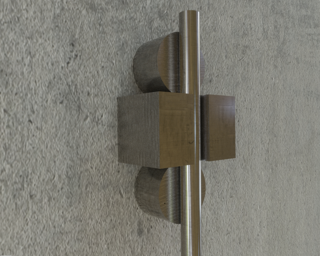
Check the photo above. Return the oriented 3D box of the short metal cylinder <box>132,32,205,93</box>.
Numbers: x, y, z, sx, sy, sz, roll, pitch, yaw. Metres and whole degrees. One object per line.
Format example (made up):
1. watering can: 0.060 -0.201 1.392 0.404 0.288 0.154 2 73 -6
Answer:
1. short metal cylinder: 0.012 -0.078 0.399 0.081 0.050 0.080 0 89 -40

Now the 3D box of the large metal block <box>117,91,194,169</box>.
1. large metal block: -0.007 0.002 0.364 0.050 0.080 0.080 -1 91 -40

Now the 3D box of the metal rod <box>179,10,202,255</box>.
1. metal rod: 0.036 0.013 0.371 0.025 0.025 0.298 -1 90 -40

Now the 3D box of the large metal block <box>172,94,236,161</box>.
1. large metal block: 0.052 -0.001 0.413 0.050 0.080 0.080 -1 91 -40

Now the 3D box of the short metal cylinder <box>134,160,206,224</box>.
1. short metal cylinder: 0.013 0.078 0.402 0.081 0.050 0.080 0 89 -40
